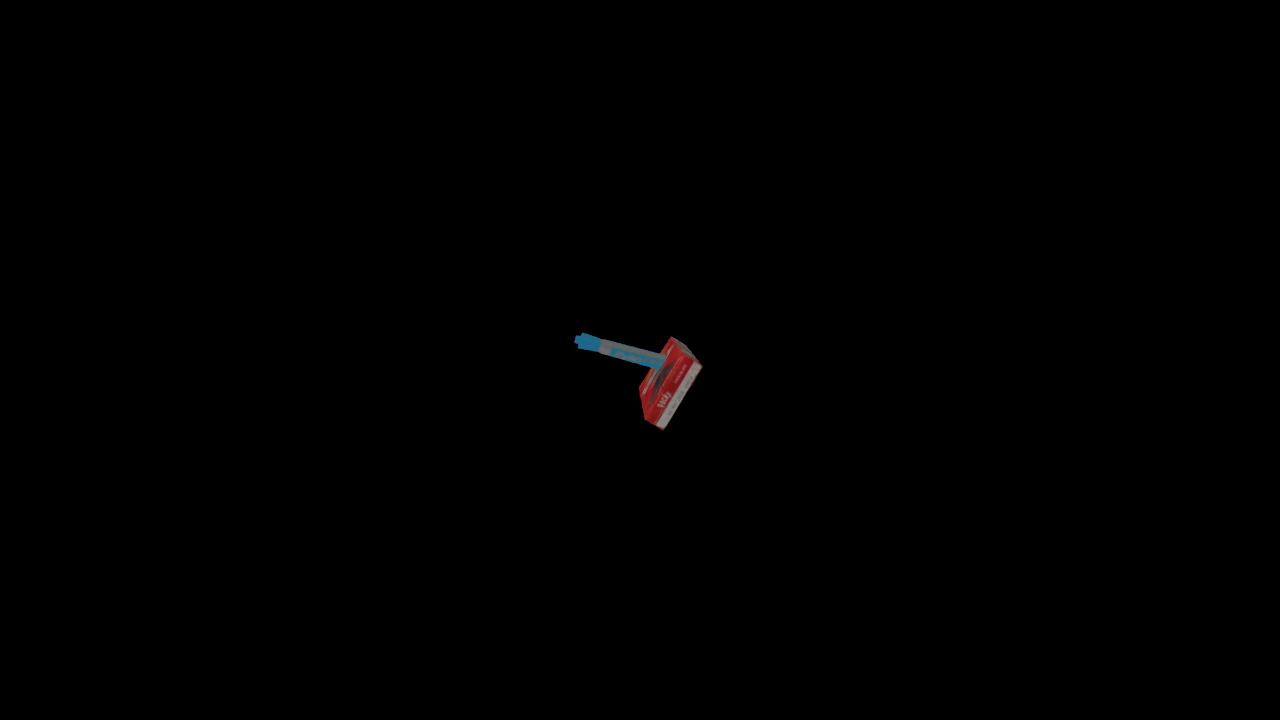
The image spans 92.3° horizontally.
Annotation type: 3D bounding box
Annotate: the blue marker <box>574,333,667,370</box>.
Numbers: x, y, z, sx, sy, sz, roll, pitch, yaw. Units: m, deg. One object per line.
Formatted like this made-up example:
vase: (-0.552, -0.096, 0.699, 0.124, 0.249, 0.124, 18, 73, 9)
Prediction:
blue marker: (-0.016, -0.008, 0.702, 0.121, 0.020, 0.020, 15, -3, -10)

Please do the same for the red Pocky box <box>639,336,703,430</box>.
red Pocky box: (0.031, 0.022, 0.711, 0.028, 0.083, 0.155, 29, 7, -7)
